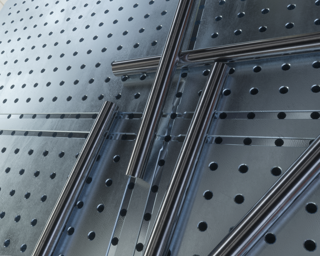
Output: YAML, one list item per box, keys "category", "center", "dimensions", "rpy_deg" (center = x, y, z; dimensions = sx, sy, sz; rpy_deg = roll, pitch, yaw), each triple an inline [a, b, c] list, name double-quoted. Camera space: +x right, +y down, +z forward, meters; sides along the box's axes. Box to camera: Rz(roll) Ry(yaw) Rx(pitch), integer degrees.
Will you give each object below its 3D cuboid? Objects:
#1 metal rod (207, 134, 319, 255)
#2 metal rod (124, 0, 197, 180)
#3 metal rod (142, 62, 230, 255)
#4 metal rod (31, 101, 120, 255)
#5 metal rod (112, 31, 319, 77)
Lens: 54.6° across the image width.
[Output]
- category: "metal rod"
  center: [0.104, 0.082, 0.303]
  dimensions: [0.300, 0.025, 0.025]
  rpy_deg: [-46, 51, -4]
- category: "metal rod"
  center: [0.008, -0.078, 0.425]
  dimensions: [0.025, 0.025, 0.299]
  rpy_deg: [8, 74, 32]
- category: "metal rod"
  center: [0.029, 0.050, 0.363]
  dimensions: [0.025, 0.025, 0.300]
  rpy_deg: [9, 66, 32]
- category: "metal rod"
  center: [-0.123, 0.097, 0.414]
  dimensions: [0.025, 0.025, 0.300]
  rpy_deg: [8, 65, 31]
- category: "metal rod"
  center: [0.063, -0.100, 0.437]
  dimensions: [0.300, 0.025, 0.025]
  rpy_deg: [-2, 61, 27]
